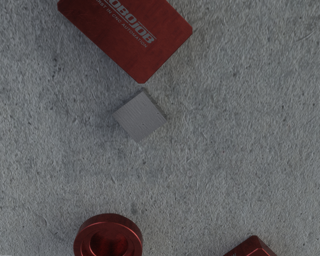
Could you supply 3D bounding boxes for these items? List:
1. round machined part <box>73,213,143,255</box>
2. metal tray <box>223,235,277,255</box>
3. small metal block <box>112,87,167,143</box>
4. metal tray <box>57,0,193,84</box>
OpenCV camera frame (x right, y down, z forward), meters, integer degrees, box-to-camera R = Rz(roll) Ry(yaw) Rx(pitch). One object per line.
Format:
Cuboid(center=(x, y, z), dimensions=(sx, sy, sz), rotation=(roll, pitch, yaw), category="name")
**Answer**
Cuboid(center=(-0.075, 0.167, 0.461), dimensions=(0.099, 0.042, 0.097), rotation=(0, 110, -1), category="round machined part")
Cuboid(center=(0.131, 0.242, 0.498), dimensions=(0.130, 0.030, 0.090), rotation=(-41, 106, 13), category="metal tray")
Cuboid(center=(-0.026, -0.017, 0.403), dimensions=(0.050, 0.025, 0.050), rotation=(-36, 107, 12), category="small metal block")
Cuboid(center=(-0.038, -0.127, 0.360), dimensions=(0.130, 0.030, 0.090), rotation=(42, 104, -14), category="metal tray")
